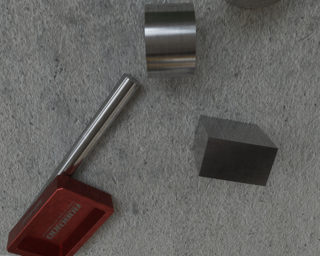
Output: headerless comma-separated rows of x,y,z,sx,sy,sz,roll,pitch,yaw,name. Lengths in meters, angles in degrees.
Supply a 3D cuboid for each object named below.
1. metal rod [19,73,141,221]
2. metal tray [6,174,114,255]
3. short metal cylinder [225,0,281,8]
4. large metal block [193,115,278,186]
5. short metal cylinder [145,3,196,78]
-0.124,0.051,0.427,0.025,0.025,0.299,35,106,-12,metal rod
-0.139,0.134,0.438,0.090,0.030,0.130,33,106,-32,metal tray
0.103,-0.172,0.334,0.081,0.050,0.079,0,110,0,short metal cylinder
0.089,0.026,0.391,0.081,0.080,0.050,9,110,-4,large metal block
0.011,-0.096,0.345,0.050,0.080,0.079,-2,110,0,short metal cylinder
